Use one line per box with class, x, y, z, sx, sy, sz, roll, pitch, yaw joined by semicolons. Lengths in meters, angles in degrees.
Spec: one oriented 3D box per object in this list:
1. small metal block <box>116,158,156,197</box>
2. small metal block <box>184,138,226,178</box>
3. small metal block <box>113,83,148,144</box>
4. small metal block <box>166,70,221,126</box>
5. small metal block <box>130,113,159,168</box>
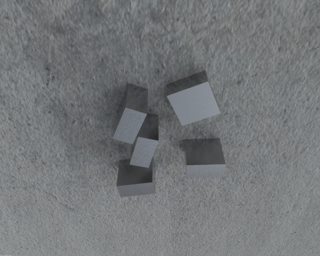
small metal block;-0.033;0.070;0.450;0.050;0.050;0.025;-7;130;5
small metal block;0.060;0.041;0.427;0.050;0.050;0.025;-2;130;1
small metal block;-0.036;-0.018;0.375;0.025;0.050;0.050;17;128;-14
small metal block;0.041;-0.035;0.378;0.050;0.025;0.050;-19;128;14
small metal block;-0.020;0.015;0.403;0.025;0.050;0.050;12;129;-10
